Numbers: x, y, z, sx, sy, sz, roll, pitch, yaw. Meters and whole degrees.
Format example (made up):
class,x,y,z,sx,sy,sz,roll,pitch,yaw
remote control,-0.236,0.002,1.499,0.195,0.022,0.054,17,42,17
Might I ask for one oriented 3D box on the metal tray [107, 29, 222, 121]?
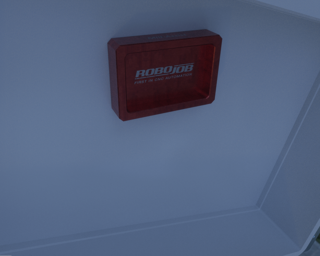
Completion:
class,x,y,z,sx,sy,sz,roll,pitch,yaw
metal tray,0.007,-0.065,0.370,0.131,0.030,0.089,-13,124,-22
